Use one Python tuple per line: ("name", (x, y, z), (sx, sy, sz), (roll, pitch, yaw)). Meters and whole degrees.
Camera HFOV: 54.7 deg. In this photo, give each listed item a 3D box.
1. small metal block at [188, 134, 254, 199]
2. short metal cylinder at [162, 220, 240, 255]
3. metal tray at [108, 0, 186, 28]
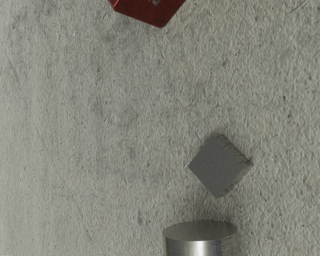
("small metal block", (0.067, 0.042, 0.349), (0.050, 0.025, 0.050), (49, 119, 29))
("short metal cylinder", (0.044, 0.134, 0.333), (0.080, 0.081, 0.050), (-7, 85, 40))
("metal tray", (0.007, -0.183, 0.356), (0.129, 0.091, 0.030), (-44, 63, 31))
